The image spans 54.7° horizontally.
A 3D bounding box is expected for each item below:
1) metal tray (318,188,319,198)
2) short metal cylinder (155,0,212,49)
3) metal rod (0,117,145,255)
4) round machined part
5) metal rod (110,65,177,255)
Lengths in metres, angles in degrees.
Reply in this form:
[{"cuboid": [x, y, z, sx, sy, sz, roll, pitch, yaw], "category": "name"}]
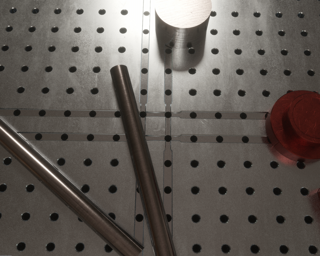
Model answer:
[{"cuboid": [0.273, 0.104, 0.375, 0.131, 0.030, 0.090, -10, 70, -4], "category": "metal tray"}, {"cuboid": [0.033, -0.166, 0.459, 0.081, 0.050, 0.080, 0, 70, 0], "category": "short metal cylinder"}, {"cuboid": [-0.142, 0.057, 0.388, 0.300, 0.025, 0.025, 38, 74, 12], "category": "metal rod"}, {"cuboid": [0.195, -0.007, 0.408, 0.099, 0.042, 0.098, 0, 70, -1], "category": "round machined part"}, {"cuboid": [-0.020, 0.053, 0.392, 0.025, 0.025, 0.299, -14, 71, -5], "category": "metal rod"}]
